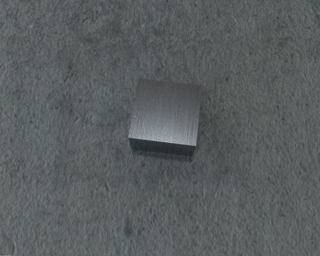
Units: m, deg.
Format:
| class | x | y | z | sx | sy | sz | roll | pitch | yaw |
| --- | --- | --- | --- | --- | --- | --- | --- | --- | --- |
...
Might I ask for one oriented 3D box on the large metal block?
| class | x | y | z | sx | sy | sz | roll | pitch | yaw |
| --- | --- | --- | --- | --- | --- | --- | --- | --- | --- |
| large metal block | 0.007 | -0.013 | 0.400 | 0.080 | 0.050 | 0.080 | 7 | 70 | 2 |
